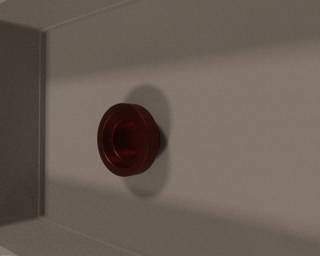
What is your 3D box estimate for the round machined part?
[{"bbox_3d":[-0.038,0.015,0.425,0.098,0.042,0.097,0,90,39],"label":"round machined part"}]
